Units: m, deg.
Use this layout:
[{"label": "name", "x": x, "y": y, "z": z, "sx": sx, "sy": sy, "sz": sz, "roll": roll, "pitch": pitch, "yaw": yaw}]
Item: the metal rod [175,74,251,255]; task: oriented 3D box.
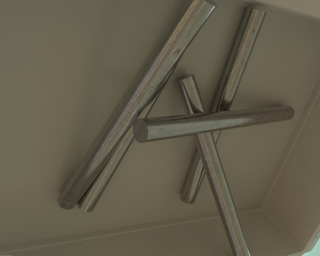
[{"label": "metal rod", "x": 0.080, "y": 0.070, "z": 0.433, "sx": 0.025, "sy": 0.025, "sz": 0.298, "roll": -25, "pitch": 108, "yaw": -13}]

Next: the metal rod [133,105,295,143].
[{"label": "metal rod", "x": 0.094, "y": -0.011, "z": 0.410, "sx": 0.302, "sy": 0.025, "sz": 0.025, "roll": -7, "pitch": 123, "yaw": -40}]

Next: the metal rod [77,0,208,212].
[{"label": "metal rod", "x": -0.027, "y": -0.019, "z": 0.381, "sx": 0.025, "sy": 0.025, "sz": 0.298, "roll": 20, "pitch": 108, "yaw": -36}]

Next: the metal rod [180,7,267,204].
[{"label": "metal rod", "x": 0.082, "y": -0.015, "z": 0.443, "sx": 0.025, "sy": 0.025, "sz": 0.298, "roll": 2, "pitch": 118, "yaw": -29}]

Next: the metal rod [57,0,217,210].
[{"label": "metal rod", "x": -0.043, "y": -0.004, "z": 0.325, "sx": 0.025, "sy": 0.025, "sz": 0.298, "roll": 13, "pitch": 129, "yaw": -34}]
